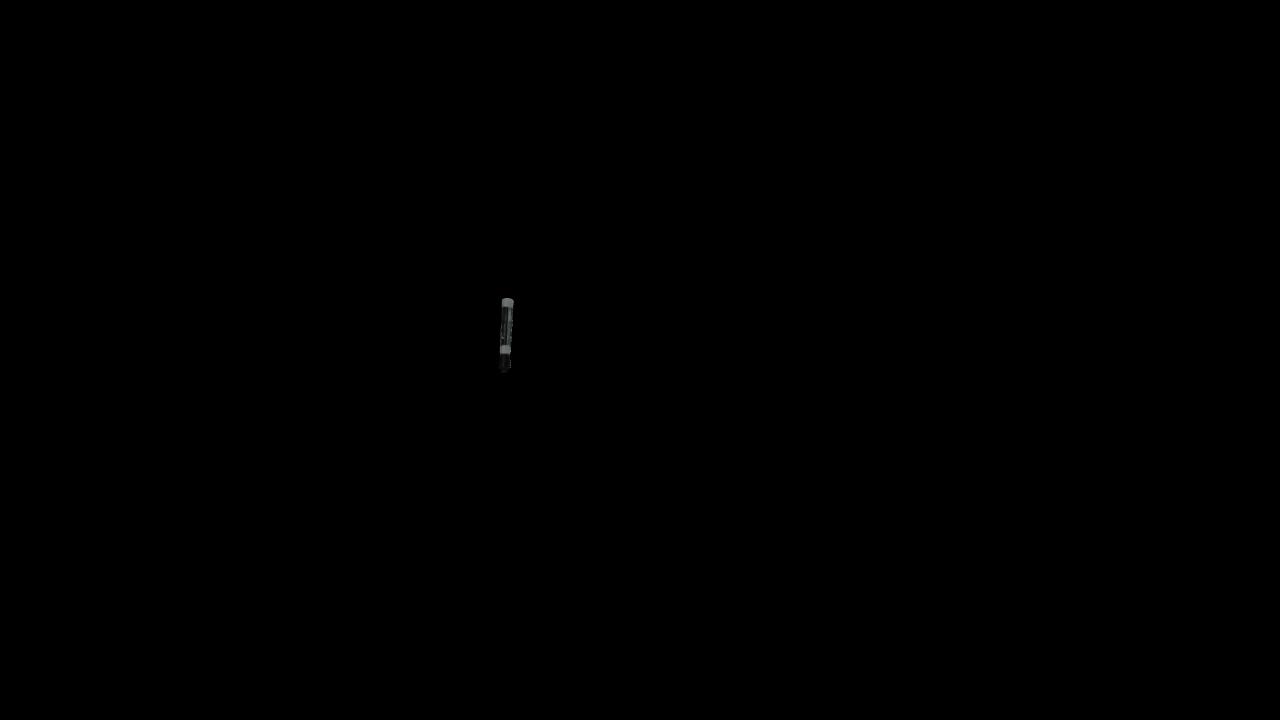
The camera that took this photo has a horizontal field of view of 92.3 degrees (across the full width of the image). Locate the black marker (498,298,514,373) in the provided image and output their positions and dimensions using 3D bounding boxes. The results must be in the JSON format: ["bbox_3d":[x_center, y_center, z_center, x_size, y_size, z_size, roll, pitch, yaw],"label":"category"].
[{"bbox_3d":[-0.214,-0.039,0.984,0.020,0.121,0.020,0,-14,0],"label":"black marker"}]
